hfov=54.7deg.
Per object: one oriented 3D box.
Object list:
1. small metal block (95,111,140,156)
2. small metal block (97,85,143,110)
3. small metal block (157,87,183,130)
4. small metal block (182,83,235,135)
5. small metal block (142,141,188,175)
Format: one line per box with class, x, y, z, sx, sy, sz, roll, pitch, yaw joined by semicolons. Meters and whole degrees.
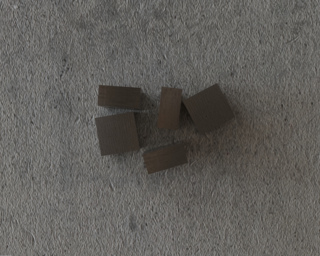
small metal block;-0.055;0.007;0.409;0.050;0.025;0.050;-10;90;0
small metal block;-0.049;-0.038;0.397;0.050;0.050;0.025;4;90;0
small metal block;0.012;-0.024;0.397;0.025;0.050;0.050;6;90;0
small metal block;0.063;-0.024;0.410;0.050;0.025;0.050;-28;90;0
small metal block;0.007;0.037;0.397;0.050;0.050;0.025;-17;90;0
